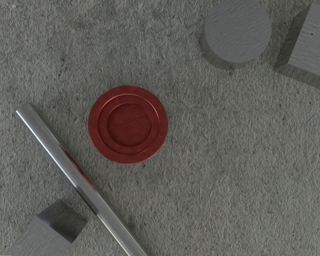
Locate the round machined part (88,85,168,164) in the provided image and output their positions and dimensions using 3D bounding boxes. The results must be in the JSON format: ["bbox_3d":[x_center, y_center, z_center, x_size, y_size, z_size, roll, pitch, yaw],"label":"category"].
[{"bbox_3d":[-0.039,-0.004,0.401,0.099,0.042,0.097,0,90,-1],"label":"round machined part"}]

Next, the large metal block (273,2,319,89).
[{"bbox_3d":[0.207,-0.101,0.400,0.080,0.050,0.080,22,90,-1],"label":"large metal block"}]

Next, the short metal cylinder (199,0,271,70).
[{"bbox_3d":[0.094,-0.119,0.399,0.081,0.050,0.079,0,90,-1],"label":"short metal cylinder"}]

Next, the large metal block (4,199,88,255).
[{"bbox_3d":[-0.142,0.143,0.381,0.050,0.080,0.080,39,90,-1],"label":"large metal block"}]

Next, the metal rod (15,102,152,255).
[{"bbox_3d":[-0.087,0.092,0.408,0.025,0.025,0.300,-38,91,0],"label":"metal rod"}]
